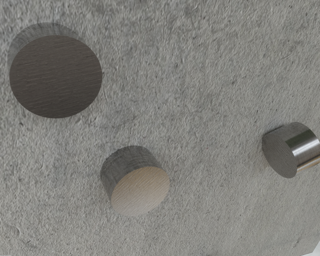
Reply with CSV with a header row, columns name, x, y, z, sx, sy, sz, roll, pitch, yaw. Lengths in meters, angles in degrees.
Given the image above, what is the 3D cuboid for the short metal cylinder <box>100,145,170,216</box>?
name,x,y,z,sx,sy,sz,roll,pitch,yaw
short metal cylinder,-0.034,0.070,0.415,0.081,0.050,0.079,-14,124,-21

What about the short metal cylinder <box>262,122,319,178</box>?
name,x,y,z,sx,sy,sz,roll,pitch,yaw
short metal cylinder,0.215,0.036,0.511,0.050,0.080,0.080,-23,127,-14

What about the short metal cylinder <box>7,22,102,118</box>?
name,x,y,z,sx,sy,sz,roll,pitch,yaw
short metal cylinder,-0.102,-0.056,0.300,0.081,0.050,0.079,-14,124,-21
